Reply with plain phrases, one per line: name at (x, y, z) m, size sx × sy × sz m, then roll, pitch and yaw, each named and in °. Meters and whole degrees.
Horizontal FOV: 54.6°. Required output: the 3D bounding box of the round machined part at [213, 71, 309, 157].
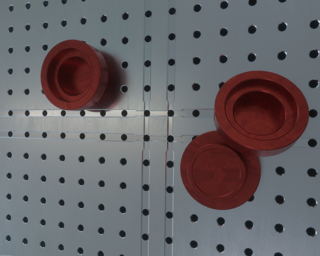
round machined part at (0.110, -0.013, 0.351) m, size 0.098 × 0.042 × 0.098 m, roll -2°, pitch 64°, yaw 5°

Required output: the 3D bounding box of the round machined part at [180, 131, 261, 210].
round machined part at (0.071, 0.052, 0.379) m, size 0.098 × 0.042 × 0.097 m, roll 0°, pitch 90°, yaw 20°

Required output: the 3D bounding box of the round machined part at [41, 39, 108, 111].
round machined part at (-0.118, -0.073, 0.446) m, size 0.098 × 0.042 × 0.097 m, roll 0°, pitch 90°, yaw 20°
